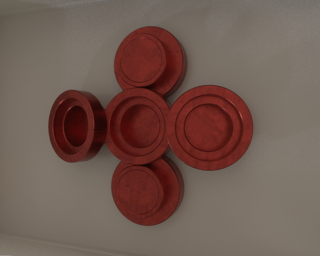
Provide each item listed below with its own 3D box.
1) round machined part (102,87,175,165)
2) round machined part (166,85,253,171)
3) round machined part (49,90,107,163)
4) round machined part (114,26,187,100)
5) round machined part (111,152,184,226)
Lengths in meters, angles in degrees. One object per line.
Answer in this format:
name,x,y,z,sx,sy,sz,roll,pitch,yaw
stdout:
round machined part,-0.023,-0.002,0.407,0.098,0.042,0.097,0,90,20
round machined part,0.057,0.000,0.371,0.099,0.042,0.097,0,90,3
round machined part,-0.108,-0.002,0.429,0.098,0.042,0.097,0,90,37
round machined part,-0.017,-0.085,0.406,0.098,0.042,0.097,0,90,20
round machined part,-0.021,0.080,0.407,0.098,0.042,0.097,0,90,20
